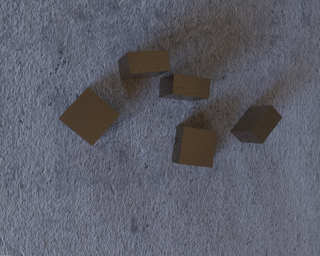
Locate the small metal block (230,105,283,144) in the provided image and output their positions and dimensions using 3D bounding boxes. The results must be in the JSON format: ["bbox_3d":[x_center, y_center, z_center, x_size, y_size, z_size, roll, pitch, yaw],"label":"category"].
[{"bbox_3d":[0.138,-0.005,0.446,0.025,0.050,0.050,45,76,-15],"label":"small metal block"}]

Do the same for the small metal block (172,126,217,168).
[{"bbox_3d":[0.047,0.026,0.426,0.050,0.025,0.050,9,87,-20],"label":"small metal block"}]

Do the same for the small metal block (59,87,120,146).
[{"bbox_3d":[-0.086,-0.014,0.377,0.050,0.025,0.050,43,77,-15],"label":"small metal block"}]

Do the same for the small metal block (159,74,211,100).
[{"bbox_3d":[0.031,-0.052,0.407,0.050,0.050,0.025,4,89,-20],"label":"small metal block"}]

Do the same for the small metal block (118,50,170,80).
[{"bbox_3d":[-0.021,-0.078,0.388,0.050,0.050,0.025,-8,93,-20],"label":"small metal block"}]
